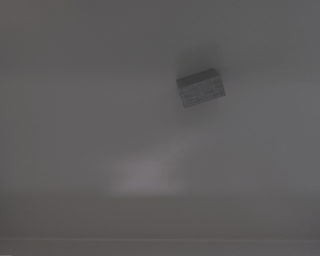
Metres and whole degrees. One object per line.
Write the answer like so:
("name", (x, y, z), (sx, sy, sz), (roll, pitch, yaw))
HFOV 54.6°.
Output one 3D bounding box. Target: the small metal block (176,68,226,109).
("small metal block", (0.049, -0.050, 0.380), (0.050, 0.050, 0.025), (-17, 109, 6))
